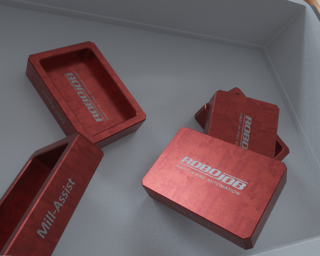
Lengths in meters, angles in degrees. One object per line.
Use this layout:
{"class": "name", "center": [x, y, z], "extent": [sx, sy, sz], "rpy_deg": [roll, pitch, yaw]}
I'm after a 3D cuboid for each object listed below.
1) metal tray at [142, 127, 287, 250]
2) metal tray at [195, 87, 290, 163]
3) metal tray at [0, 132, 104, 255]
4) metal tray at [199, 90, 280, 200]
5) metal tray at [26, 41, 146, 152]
{"class": "metal tray", "center": [0.057, 0.058, 0.337], "extent": [0.130, 0.030, 0.090], "rpy_deg": [21, 61, 33]}
{"class": "metal tray", "center": [0.125, 0.008, 0.466], "extent": [0.091, 0.030, 0.130], "rpy_deg": [-30, 78, -38]}
{"class": "metal tray", "center": [-0.109, 0.070, 0.260], "extent": [0.030, 0.090, 0.130], "rpy_deg": [45, 47, -27]}
{"class": "metal tray", "center": [0.103, 0.022, 0.410], "extent": [0.091, 0.030, 0.130], "rpy_deg": [15, 71, -4]}
{"class": "metal tray", "center": [-0.089, -0.041, 0.379], "extent": [0.091, 0.030, 0.130], "rpy_deg": [-28, 77, -38]}
